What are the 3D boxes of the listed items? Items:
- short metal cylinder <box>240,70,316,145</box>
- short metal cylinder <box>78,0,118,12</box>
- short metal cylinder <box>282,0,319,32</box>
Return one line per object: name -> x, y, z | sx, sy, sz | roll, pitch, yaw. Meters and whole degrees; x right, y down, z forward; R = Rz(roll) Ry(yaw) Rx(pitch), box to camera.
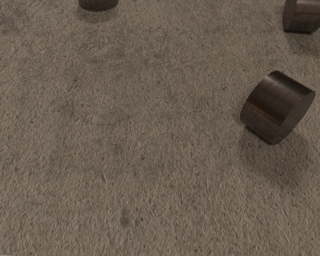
short metal cylinder -> 0.147, -0.025, 0.391 | 0.080, 0.080, 0.050 | -34, 58, -25
short metal cylinder -> -0.126, -0.276, 0.617 | 0.081, 0.050, 0.080 | 0, 50, 0
short metal cylinder -> 0.257, -0.214, 0.551 | 0.050, 0.080, 0.080 | 7, 50, 5
